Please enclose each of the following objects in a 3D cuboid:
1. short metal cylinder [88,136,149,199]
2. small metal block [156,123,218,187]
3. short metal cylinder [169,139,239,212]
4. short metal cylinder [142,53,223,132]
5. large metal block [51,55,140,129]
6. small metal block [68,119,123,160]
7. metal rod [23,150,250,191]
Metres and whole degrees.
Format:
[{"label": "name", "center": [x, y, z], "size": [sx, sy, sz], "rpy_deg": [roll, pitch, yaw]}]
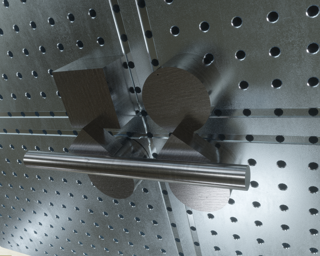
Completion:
[{"label": "short metal cylinder", "center": [-0.062, 0.058, 0.463], "size": [0.080, 0.050, 0.079], "rpy_deg": [13, 124, 21]}, {"label": "small metal block", "center": [0.028, 0.031, 0.351], "size": [0.050, 0.025, 0.050], "rpy_deg": [35, 129, 5]}, {"label": "short metal cylinder", "center": [0.057, 0.061, 0.403], "size": [0.080, 0.050, 0.079], "rpy_deg": [13, 124, 21]}, {"label": "short metal cylinder", "center": [0.027, -0.040, 0.356], "size": [0.080, 0.050, 0.079], "rpy_deg": [13, 124, 21]}, {"label": "large metal block", "center": [-0.083, -0.047, 0.409], "size": [0.080, 0.050, 0.080], "rpy_deg": [1, 119, 27]}, {"label": "small metal block", "center": [-0.086, 0.025, 0.408], "size": [0.050, 0.025, 0.050], "rpy_deg": [42, 129, -1]}, {"label": "metal rod", "center": [-0.049, 0.046, 0.368], "size": [0.300, 0.025, 0.025], "rpy_deg": [1, 119, 27]}]
